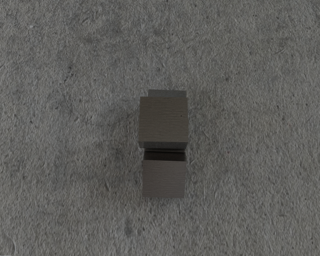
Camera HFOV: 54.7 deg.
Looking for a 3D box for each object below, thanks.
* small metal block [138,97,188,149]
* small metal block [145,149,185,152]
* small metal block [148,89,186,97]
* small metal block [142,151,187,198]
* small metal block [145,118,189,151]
[{"bbox_3d":[0.004,-0.005,0.332,0.050,0.025,0.050,1,70,0],"label":"small metal block"},{"bbox_3d":[0.006,0.020,0.403,0.050,0.025,0.050,2,70,0],"label":"small metal block"},{"bbox_3d":[0.009,-0.027,0.407,0.050,0.025,0.050,2,34,1],"label":"small metal block"},{"bbox_3d":[0.005,0.056,0.375,0.050,0.025,0.050,2,111,0],"label":"small metal block"},{"bbox_3d":[0.006,0.008,0.366,0.050,0.050,0.025,2,70,0],"label":"small metal block"}]
